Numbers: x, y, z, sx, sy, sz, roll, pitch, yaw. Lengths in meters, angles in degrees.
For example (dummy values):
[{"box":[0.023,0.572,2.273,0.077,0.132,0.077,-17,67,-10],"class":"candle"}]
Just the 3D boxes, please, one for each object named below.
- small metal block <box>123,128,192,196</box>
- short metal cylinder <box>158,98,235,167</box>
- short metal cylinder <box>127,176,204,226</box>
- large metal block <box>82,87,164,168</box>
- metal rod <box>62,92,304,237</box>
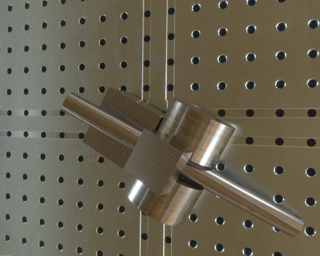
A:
[{"box":[-0.003,0.034,0.326,0.050,0.025,0.050,32,101,25],"class":"small metal block"},{"box":[0.041,0.004,0.366,0.080,0.080,0.050,29,100,17],"class":"short metal cylinder"},{"box":[0.007,0.073,0.377,0.080,0.080,0.050,32,100,17],"class":"short metal cylinder"},{"box":[-0.041,0.003,0.408,0.080,0.050,0.080,31,100,17],"class":"large metal block"},{"box":[0.024,0.041,0.358,0.301,0.025,0.025,29,100,2],"class":"metal rod"}]
